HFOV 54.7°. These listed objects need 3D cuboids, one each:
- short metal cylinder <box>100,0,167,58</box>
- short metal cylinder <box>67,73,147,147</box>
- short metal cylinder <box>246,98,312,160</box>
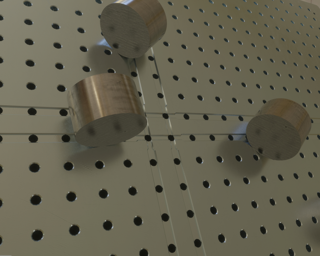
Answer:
[{"bbox_3d":[-0.037,-0.148,0.442,0.080,0.080,0.050,39,51,-2],"label":"short metal cylinder"},{"bbox_3d":[-0.060,-0.018,0.351,0.081,0.080,0.050,-5,64,-30],"label":"short metal cylinder"},{"bbox_3d":[0.179,0.002,0.467,0.080,0.080,0.050,46,51,4],"label":"short metal cylinder"}]
